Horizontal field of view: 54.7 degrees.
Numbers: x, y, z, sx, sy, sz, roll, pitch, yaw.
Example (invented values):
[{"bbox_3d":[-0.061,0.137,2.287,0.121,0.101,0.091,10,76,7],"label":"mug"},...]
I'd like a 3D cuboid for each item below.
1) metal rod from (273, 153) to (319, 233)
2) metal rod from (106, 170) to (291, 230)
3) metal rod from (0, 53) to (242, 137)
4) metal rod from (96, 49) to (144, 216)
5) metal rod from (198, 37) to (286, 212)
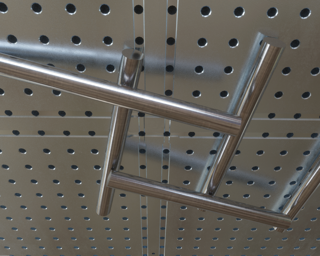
[{"bbox_3d":[0.241,0.069,0.473,0.025,0.025,0.298,6,130,-6],"label":"metal rod"},{"bbox_3d":[0.068,0.113,0.474,0.302,0.025,0.025,17,128,-14],"label":"metal rod"},{"bbox_3d":[-0.059,-0.040,0.346,0.302,0.025,0.025,15,129,-1],"label":"metal rod"},{"bbox_3d":[-0.063,0.029,0.435,0.025,0.025,0.298,10,130,-9],"label":"metal rod"},{"bbox_3d":[0.098,0.019,0.429,0.025,0.025,0.298,7,130,-7],"label":"metal rod"}]
